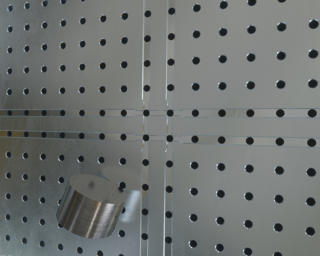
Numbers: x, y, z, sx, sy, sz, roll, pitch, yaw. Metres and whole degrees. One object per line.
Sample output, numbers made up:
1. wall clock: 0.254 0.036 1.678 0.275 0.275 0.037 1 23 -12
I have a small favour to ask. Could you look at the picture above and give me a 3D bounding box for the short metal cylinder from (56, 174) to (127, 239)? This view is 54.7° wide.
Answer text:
1. short metal cylinder: -0.091 0.103 0.415 0.080 0.080 0.050 25 98 18
